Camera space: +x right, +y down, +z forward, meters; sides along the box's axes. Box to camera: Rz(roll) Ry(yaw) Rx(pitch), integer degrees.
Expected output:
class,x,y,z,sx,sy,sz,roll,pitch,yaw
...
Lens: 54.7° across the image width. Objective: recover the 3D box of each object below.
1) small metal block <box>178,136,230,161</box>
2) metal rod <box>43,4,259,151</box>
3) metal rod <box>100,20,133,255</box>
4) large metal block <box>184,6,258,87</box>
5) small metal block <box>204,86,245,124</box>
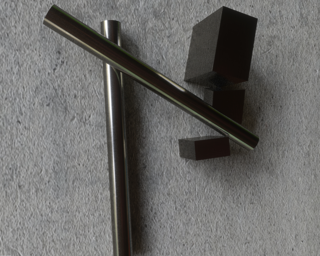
class,x,y,z,sx,sy,sz,roll,pitch,yaw
small metal block,0.059,0.026,0.419,0.050,0.050,0.025,-6,92,-20
metal rod,0.003,-0.052,0.382,0.301,0.025,0.025,30,80,-18
metal rod,-0.054,0.018,0.389,0.025,0.025,0.298,-3,91,-20
large metal block,0.077,-0.101,0.410,0.050,0.080,0.080,11,86,-20
small metal block,0.089,-0.031,0.437,0.050,0.025,0.050,-6,109,-20
